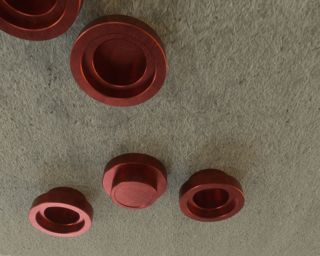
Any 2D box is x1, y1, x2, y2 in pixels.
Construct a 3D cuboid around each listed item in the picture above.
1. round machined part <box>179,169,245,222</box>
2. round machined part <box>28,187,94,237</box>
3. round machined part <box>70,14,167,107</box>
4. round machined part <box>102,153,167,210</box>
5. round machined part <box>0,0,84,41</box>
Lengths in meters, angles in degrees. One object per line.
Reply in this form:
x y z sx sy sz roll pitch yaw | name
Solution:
0.078 0.101 0.483 0.099 0.042 0.097 0 130 0 | round machined part
-0.158 0.134 0.509 0.099 0.042 0.097 0 130 0 | round machined part
-0.042 -0.074 0.332 0.099 0.042 0.097 0 130 0 | round machined part
-0.038 0.087 0.469 0.099 0.042 0.097 0 130 0 | round machined part
-0.118 -0.134 0.281 0.099 0.042 0.097 0 130 0 | round machined part
